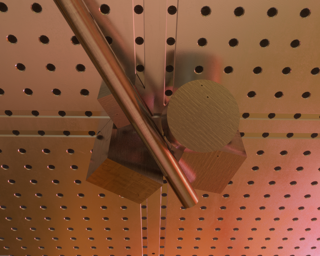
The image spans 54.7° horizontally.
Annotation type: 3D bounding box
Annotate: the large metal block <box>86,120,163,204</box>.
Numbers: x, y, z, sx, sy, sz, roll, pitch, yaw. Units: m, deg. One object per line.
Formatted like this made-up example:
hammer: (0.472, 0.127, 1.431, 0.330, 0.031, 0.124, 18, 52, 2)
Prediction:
large metal block: (-0.043, 0.041, 0.410, 0.080, 0.080, 0.050, 30, 124, -23)

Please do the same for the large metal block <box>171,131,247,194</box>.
large metal block: (0.061, 0.041, 0.430, 0.081, 0.050, 0.079, 13, 129, -12)

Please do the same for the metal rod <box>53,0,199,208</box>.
metal rod: (-0.028, -0.019, 0.355, 0.025, 0.025, 0.299, -22, 116, 17)

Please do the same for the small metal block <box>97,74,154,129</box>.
small metal block: (-0.041, -0.032, 0.384, 0.050, 0.025, 0.050, -19, 128, 15)

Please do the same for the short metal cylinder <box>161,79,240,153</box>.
short metal cylinder: (0.044, -0.011, 0.358, 0.081, 0.080, 0.050, 7, 173, -6)
